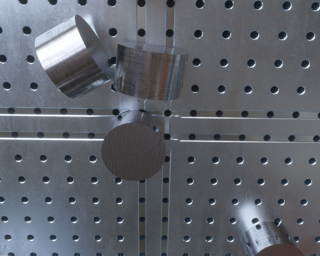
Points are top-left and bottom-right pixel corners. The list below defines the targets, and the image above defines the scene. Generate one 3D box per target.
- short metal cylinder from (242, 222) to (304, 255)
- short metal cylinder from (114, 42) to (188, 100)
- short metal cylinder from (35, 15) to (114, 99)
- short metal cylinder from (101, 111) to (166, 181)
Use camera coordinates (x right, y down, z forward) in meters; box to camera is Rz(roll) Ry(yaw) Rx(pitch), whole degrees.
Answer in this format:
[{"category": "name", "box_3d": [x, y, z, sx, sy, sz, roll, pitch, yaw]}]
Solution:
[{"category": "short metal cylinder", "box_3d": [0.171, 0.192, 0.473, 0.081, 0.050, 0.079, 0, 110, -1]}, {"category": "short metal cylinder", "box_3d": [-0.011, -0.068, 0.359, 0.081, 0.080, 0.050, 8, 110, -3]}, {"category": "short metal cylinder", "box_3d": [-0.094, -0.080, 0.353, 0.050, 0.080, 0.080, -26, 108, 9]}, {"category": "short metal cylinder", "box_3d": [-0.033, 0.022, 0.408, 0.081, 0.050, 0.079, 0, 110, -1]}]
